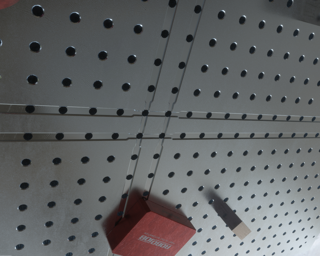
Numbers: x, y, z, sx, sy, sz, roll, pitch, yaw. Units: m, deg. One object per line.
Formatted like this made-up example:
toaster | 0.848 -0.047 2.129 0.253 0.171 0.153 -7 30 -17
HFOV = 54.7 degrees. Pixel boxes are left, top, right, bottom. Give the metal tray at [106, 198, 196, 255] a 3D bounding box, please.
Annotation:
metal tray | -0.011 0.176 0.513 0.090 0.030 0.130 -49 129 6

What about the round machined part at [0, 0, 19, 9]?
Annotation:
round machined part | -0.131 -0.136 0.211 0.099 0.042 0.098 10 74 -38

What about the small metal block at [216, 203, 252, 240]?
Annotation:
small metal block | 0.139 0.176 0.583 0.025 0.050 0.050 -42 130 0

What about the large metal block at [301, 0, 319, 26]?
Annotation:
large metal block | 0.253 -0.168 0.413 0.081 0.080 0.050 -19 126 -17
